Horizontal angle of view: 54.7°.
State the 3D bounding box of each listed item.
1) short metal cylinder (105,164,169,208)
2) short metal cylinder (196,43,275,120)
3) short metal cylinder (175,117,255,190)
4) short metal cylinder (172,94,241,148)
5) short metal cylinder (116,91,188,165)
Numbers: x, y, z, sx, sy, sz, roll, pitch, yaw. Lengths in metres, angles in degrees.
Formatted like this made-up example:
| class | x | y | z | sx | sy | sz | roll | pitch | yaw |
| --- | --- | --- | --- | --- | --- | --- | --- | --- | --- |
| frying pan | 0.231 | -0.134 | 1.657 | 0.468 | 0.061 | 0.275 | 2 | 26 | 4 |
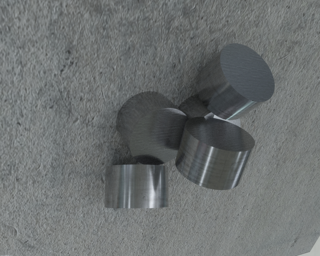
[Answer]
| class | x | y | z | sx | sy | sz | roll | pitch | yaw |
| --- | --- | --- | --- | --- | --- | --- | --- | --- | --- |
| short metal cylinder | -0.029 | 0.075 | 0.396 | 0.081 | 0.080 | 0.050 | 7 | 76 | -32 |
| short metal cylinder | 0.092 | -0.056 | 0.381 | 0.081 | 0.080 | 0.050 | 0 | 156 | -29 |
| short metal cylinder | 0.063 | 0.027 | 0.360 | 0.081 | 0.080 | 0.050 | -2 | 119 | -28 |
| short metal cylinder | 0.062 | -0.001 | 0.427 | 0.081 | 0.050 | 0.079 | -14 | 125 | -21 |
| short metal cylinder | -0.009 | 0.000 | 0.388 | 0.081 | 0.050 | 0.079 | -14 | 125 | -21 |
